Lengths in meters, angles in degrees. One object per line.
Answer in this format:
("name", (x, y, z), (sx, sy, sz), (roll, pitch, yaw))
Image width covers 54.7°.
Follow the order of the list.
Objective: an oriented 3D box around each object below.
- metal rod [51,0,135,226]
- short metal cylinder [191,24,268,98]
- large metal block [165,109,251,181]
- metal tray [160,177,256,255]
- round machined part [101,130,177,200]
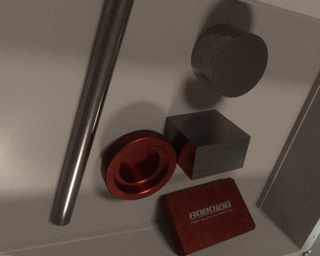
("metal rod", (-0.083, -0.008, 0.358), (0.025, 0.025, 0.298), (7, 115, -32))
("short metal cylinder", (0.086, -0.085, 0.389), (0.081, 0.050, 0.079), (-14, 125, -21))
("large metal block", (0.060, 0.019, 0.420), (0.081, 0.080, 0.050), (-9, 123, -24))
("metal tray", (0.076, 0.138, 0.493), (0.131, 0.090, 0.030), (-10, 153, -24))
("round machined part", (-0.030, 0.044, 0.410), (0.099, 0.042, 0.097), (-14, 125, -21))
